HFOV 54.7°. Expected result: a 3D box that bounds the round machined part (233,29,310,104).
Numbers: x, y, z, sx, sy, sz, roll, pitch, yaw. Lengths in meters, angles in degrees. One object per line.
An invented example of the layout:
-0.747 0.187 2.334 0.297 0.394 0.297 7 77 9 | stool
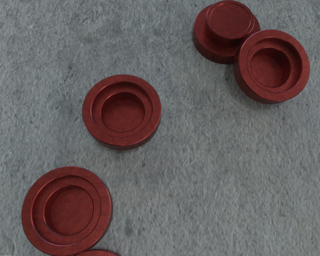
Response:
0.147 -0.080 0.422 0.099 0.042 0.097 1 82 -7 | round machined part

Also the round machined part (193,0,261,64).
0.099 -0.146 0.454 0.099 0.042 0.098 0 70 -1 | round machined part

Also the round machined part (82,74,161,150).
-0.048 -0.017 0.405 0.099 0.042 0.098 0 70 -1 | round machined part

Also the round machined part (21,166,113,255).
-0.104 0.097 0.362 0.099 0.042 0.098 0 70 -1 | round machined part

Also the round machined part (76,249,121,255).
-0.072 0.183 0.331 0.099 0.042 0.098 0 70 -1 | round machined part
